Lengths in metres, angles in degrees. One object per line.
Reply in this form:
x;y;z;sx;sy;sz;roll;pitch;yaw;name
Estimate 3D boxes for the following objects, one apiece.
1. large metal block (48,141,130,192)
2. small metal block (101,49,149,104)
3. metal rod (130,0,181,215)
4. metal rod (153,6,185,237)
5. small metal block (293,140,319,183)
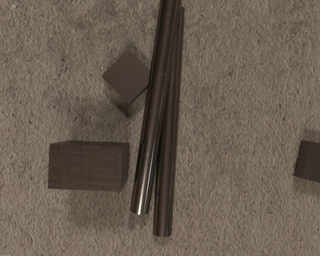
-0.083;0.044;0.381;0.081;0.080;0.050;3;90;-1;large metal block
-0.040;-0.066;0.409;0.050;0.025;0.050;-45;91;0;small metal block
-0.005;-0.036;0.389;0.025;0.025;0.298;9;98;-1;metal rod
0.012;-0.009;0.410;0.025;0.025;0.298;3;90;-1;metal rod
0.213;0.047;0.413;0.050;0.025;0.050;13;90;-1;small metal block
